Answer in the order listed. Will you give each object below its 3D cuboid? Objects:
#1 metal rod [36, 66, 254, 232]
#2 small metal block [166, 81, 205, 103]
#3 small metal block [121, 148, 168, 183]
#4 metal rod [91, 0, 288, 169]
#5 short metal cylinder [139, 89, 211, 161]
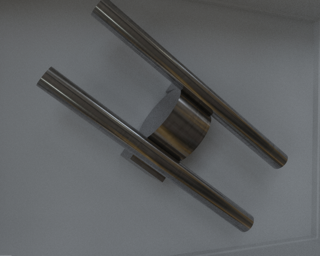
[{"bbox_3d":[-0.003,0.035,0.357,0.301,0.025,0.025,37,78,-16],"label":"metal rod"},{"bbox_3d":[0.042,-0.045,0.412,0.050,0.050,0.025,38,78,-16],"label":"small metal block"},{"bbox_3d":[-0.017,0.040,0.390,0.050,0.050,0.025,38,78,-16],"label":"small metal block"},{"bbox_3d":[0.048,-0.043,0.375,0.301,0.025,0.025,38,78,-17],"label":"metal rod"},{"bbox_3d":[0.017,-0.003,0.387,0.050,0.080,0.080,38,78,-17],"label":"short metal cylinder"}]
